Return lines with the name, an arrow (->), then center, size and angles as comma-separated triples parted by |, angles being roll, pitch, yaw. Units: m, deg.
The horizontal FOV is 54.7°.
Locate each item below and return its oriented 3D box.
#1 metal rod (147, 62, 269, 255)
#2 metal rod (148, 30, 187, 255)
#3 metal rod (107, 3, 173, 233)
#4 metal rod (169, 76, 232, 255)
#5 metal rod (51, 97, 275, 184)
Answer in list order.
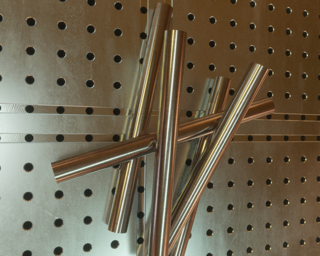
metal rod -> 0.055, 0.057, 0.396 | 0.025, 0.025, 0.299 | 26, 96, -19
metal rod -> 0.006, 0.041, 0.364 | 0.025, 0.025, 0.298 | 1, 98, -20
metal rod -> -0.025, -0.016, 0.404 | 0.025, 0.025, 0.298 | 13, 86, -20
metal rod -> 0.050, 0.072, 0.432 | 0.025, 0.025, 0.299 | 18, 84, -20
metal rod -> 0.019, 0.009, 0.393 | 0.302, 0.025, 0.025 | -17, 96, -20
